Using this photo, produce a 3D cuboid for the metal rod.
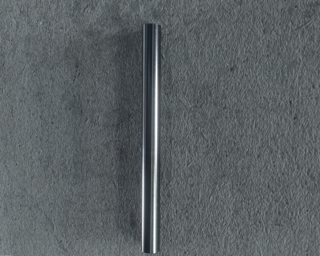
[{"bbox_3d":[-0.012,0.014,0.413,0.025,0.025,0.298,0,90,19],"label":"metal rod"}]
